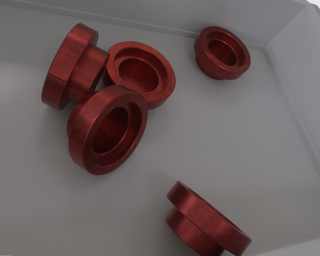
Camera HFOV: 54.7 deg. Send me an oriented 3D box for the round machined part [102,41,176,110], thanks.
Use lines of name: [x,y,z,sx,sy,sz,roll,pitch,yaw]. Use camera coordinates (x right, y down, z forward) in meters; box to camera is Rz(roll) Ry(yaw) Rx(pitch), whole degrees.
round machined part: [-0.032,-0.066,0.417,0.099,0.042,0.098,14,56,-21]

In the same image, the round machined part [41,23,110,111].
round machined part: [-0.090,-0.063,0.348,0.042,0.097,0.098,26,53,-10]

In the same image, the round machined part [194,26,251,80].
round machined part: [0.099,-0.120,0.521,0.099,0.042,0.098,14,56,-21]

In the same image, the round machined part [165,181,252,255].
round machined part: [0.045,0.104,0.332,0.098,0.098,0.042,39,87,-2]

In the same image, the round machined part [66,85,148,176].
round machined part: [-0.060,-0.001,0.335,0.042,0.097,0.099,28,46,26]
